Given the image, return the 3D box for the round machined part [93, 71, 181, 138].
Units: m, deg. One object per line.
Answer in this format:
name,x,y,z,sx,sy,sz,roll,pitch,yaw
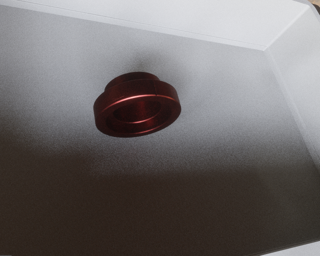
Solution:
round machined part,-0.028,-0.029,0.361,0.099,0.098,0.042,1,62,-28
